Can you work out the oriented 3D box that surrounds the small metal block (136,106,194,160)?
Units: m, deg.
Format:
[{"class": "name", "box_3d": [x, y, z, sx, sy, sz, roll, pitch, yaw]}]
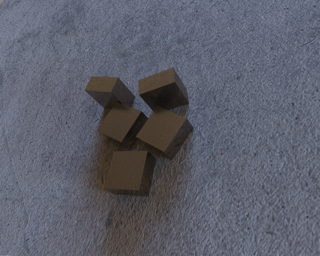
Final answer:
[{"class": "small metal block", "box_3d": [0.006, 0.005, 0.397, 0.050, 0.025, 0.050, 26, 75, 37]}]

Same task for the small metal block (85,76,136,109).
[{"class": "small metal block", "box_3d": [-0.073, -0.051, 0.457, 0.050, 0.050, 0.025, 8, 66, 31]}]

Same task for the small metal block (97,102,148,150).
[{"class": "small metal block", "box_3d": [-0.051, -0.004, 0.433, 0.050, 0.025, 0.050, 22, 73, 36]}]

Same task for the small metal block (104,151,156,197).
[{"class": "small metal block", "box_3d": [-0.037, 0.057, 0.388, 0.050, 0.025, 0.050, -3, 60, 26]}]

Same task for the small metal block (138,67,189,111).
[{"class": "small metal block", "box_3d": [0.005, -0.048, 0.415, 0.050, 0.050, 0.025, -18, 55, 18]}]
